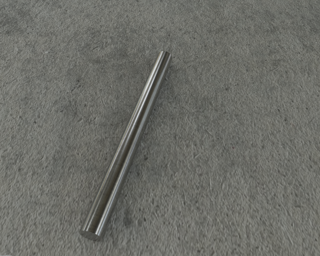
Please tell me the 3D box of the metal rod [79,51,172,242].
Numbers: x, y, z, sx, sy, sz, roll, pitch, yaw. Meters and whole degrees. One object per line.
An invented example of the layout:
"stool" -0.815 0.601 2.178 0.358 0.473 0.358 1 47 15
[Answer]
"metal rod" -0.031 -0.002 0.405 0.025 0.025 0.300 12 51 9
